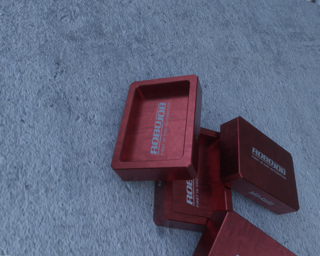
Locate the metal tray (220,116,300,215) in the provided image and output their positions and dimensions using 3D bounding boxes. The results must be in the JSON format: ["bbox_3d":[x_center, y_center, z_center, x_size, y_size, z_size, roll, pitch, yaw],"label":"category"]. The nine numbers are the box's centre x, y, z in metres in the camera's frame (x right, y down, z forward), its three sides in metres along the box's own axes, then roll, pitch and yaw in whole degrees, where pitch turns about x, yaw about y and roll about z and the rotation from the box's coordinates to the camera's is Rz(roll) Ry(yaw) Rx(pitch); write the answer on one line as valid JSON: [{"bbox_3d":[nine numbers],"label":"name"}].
[{"bbox_3d":[0.135,0.053,0.417,0.131,0.030,0.090,31,49,-29],"label":"metal tray"}]

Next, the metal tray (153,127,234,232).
[{"bbox_3d":[0.042,0.059,0.386,0.091,0.030,0.130,15,56,-20],"label":"metal tray"}]

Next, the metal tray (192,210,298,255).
[{"bbox_3d":[0.097,0.159,0.333,0.130,0.030,0.090,37,66,-12],"label":"metal tray"}]

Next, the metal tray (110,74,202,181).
[{"bbox_3d":[0.000,-0.003,0.368,0.090,0.030,0.130,-4,54,18],"label":"metal tray"}]
